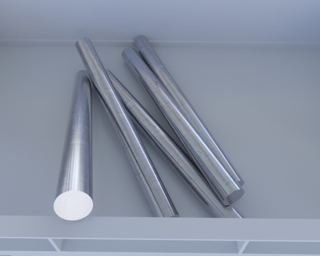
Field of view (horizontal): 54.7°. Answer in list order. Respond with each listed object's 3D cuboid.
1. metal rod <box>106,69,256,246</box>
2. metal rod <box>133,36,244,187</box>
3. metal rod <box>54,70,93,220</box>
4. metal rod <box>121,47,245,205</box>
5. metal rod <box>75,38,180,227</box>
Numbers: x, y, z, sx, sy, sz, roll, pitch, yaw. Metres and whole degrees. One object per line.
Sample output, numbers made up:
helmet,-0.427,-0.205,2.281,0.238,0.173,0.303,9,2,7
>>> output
metal rod,0.002,0.016,0.391,0.025,0.025,0.300,-28,56,-22
metal rod,0.025,-0.039,0.437,0.025,0.025,0.300,-18,52,-15
metal rod,-0.087,-0.012,0.338,0.025,0.025,0.300,-10,27,-8
metal rod,0.012,-0.025,0.410,0.025,0.025,0.300,-20,48,-16
metal rod,-0.054,-0.015,0.399,0.025,0.025,0.299,-20,58,-16
